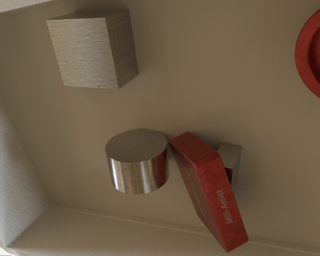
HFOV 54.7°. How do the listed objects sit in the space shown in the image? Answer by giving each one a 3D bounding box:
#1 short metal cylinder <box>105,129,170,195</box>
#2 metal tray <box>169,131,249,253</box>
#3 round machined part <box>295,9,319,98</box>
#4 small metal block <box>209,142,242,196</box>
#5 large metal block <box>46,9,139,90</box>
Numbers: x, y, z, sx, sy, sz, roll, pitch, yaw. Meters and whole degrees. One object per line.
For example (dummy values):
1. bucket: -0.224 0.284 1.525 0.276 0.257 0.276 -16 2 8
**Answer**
1. short metal cylinder: -0.029 0.043 0.413 0.080 0.080 0.050 9 122 23
2. metal tray: 0.058 0.076 0.385 0.030 0.090 0.129 -26 111 -10
3. round machined part: 0.170 -0.066 0.256 0.098 0.042 0.097 29 139 29
4. small metal block: 0.081 0.053 0.382 0.025 0.050 0.050 11 123 21
5. large metal block: -0.078 -0.095 0.373 0.080 0.050 0.079 7 122 24
